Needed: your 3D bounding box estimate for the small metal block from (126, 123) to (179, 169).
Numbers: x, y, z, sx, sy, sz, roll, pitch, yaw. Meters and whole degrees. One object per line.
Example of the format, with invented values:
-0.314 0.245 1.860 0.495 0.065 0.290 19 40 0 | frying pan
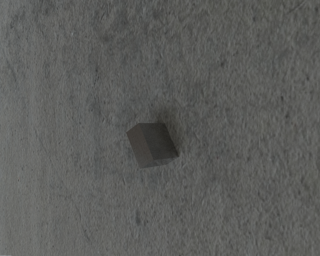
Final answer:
-0.009 0.021 0.394 0.025 0.050 0.050 -35 69 34 | small metal block
